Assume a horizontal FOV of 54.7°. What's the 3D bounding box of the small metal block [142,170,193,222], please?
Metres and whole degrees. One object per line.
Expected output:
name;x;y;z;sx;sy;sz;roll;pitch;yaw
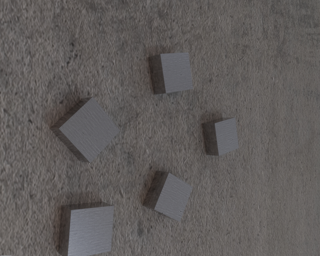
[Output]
small metal block;0.011;0.091;0.414;0.050;0.025;0.050;36;68;-34

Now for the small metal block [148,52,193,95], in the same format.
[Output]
small metal block;0.015;-0.074;0.417;0.050;0.025;0.050;-14;99;-39

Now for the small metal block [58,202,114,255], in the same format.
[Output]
small metal block;-0.080;0.110;0.338;0.050;0.025;0.050;6;87;-40

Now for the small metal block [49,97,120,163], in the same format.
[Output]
small metal block;-0.080;0.002;0.337;0.050;0.025;0.050;-50;120;-28

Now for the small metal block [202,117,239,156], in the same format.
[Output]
small metal block;0.095;0.012;0.484;0.050;0.025;0.050;-15;99;-39
